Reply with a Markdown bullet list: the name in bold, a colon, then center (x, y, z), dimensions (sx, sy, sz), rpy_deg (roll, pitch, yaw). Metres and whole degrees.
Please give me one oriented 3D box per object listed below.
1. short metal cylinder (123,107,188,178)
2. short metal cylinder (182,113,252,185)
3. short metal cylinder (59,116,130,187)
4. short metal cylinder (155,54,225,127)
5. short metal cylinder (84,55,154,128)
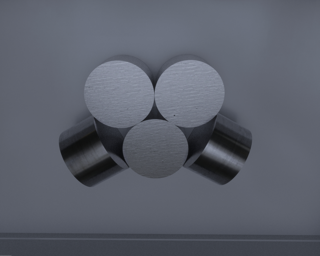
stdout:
- **short metal cylinder**: center (-0.005, 0.018, 0.403), dimensions (0.081, 0.050, 0.079), rpy_deg (0, 110, 0)
- **short metal cylinder**: center (0.070, 0.025, 0.390), dimensions (0.050, 0.080, 0.080), rpy_deg (28, 108, -10)
- **short metal cylinder**: center (-0.080, 0.027, 0.390), dimensions (0.050, 0.080, 0.080), rpy_deg (-29, 108, 10)
- **short metal cylinder**: center (0.034, -0.047, 0.379), dimensions (0.081, 0.050, 0.079), rpy_deg (0, 110, 0)
- **short metal cylinder**: center (-0.047, -0.046, 0.379), dimensions (0.081, 0.050, 0.079), rpy_deg (0, 110, 0)
